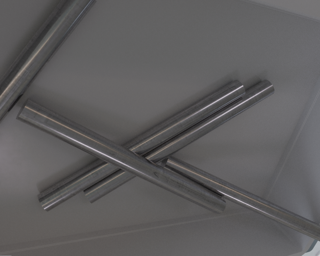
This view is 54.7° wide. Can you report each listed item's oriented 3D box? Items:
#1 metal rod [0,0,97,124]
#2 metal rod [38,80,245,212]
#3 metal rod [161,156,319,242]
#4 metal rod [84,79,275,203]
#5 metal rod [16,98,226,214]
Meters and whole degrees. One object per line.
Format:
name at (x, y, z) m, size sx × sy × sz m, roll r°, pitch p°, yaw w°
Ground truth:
metal rod at (-0.167, -0.015, 0.307) m, size 0.299 × 0.025 × 0.025 m, roll -49°, pitch 129°, yaw 6°
metal rod at (-0.017, 0.018, 0.410) m, size 0.301 × 0.025 × 0.025 m, roll -30°, pitch 129°, yaw -9°
metal rod at (0.139, 0.113, 0.477) m, size 0.301 × 0.025 × 0.025 m, roll 26°, pitch 105°, yaw -12°
metal rod at (0.032, 0.014, 0.434) m, size 0.301 × 0.025 × 0.025 m, roll -30°, pitch 129°, yaw -9°
metal rod at (-0.026, 0.048, 0.387) m, size 0.301 × 0.025 × 0.025 m, roll 31°, pitch 101°, yaw -28°
